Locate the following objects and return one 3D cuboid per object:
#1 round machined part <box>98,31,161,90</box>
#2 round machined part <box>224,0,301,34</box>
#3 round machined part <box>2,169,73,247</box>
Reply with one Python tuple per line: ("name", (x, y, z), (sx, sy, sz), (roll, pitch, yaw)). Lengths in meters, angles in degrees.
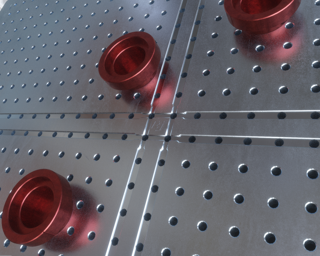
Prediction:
("round machined part", (-0.043, -0.099, 0.481), (0.098, 0.042, 0.098), (-13, 56, 21))
("round machined part", (0.142, -0.169, 0.427), (0.098, 0.042, 0.098), (-13, 56, 21))
("round machined part", (-0.157, 0.108, 0.415), (0.098, 0.042, 0.098), (-13, 56, 21))
